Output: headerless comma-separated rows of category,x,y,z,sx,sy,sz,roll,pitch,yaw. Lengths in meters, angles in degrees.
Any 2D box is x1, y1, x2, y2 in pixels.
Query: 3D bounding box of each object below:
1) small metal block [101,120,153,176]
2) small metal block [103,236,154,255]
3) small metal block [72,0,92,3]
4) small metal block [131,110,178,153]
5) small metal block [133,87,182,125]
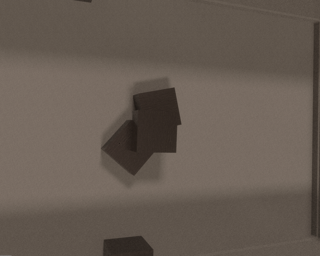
small metal block,-0.038,0.025,0.397,0.050,0.025,0.050,44,76,-15
small metal block,-0.040,0.157,0.384,0.050,0.050,0.025,1,90,-20
small metal block,-0.102,-0.171,0.360,0.050,0.050,0.025,0,90,-20
small metal block,-0.007,0.005,0.382,0.050,0.025,0.050,2,89,-21
small metal block,-0.004,-0.024,0.410,0.050,0.025,0.050,-12,94,-20
